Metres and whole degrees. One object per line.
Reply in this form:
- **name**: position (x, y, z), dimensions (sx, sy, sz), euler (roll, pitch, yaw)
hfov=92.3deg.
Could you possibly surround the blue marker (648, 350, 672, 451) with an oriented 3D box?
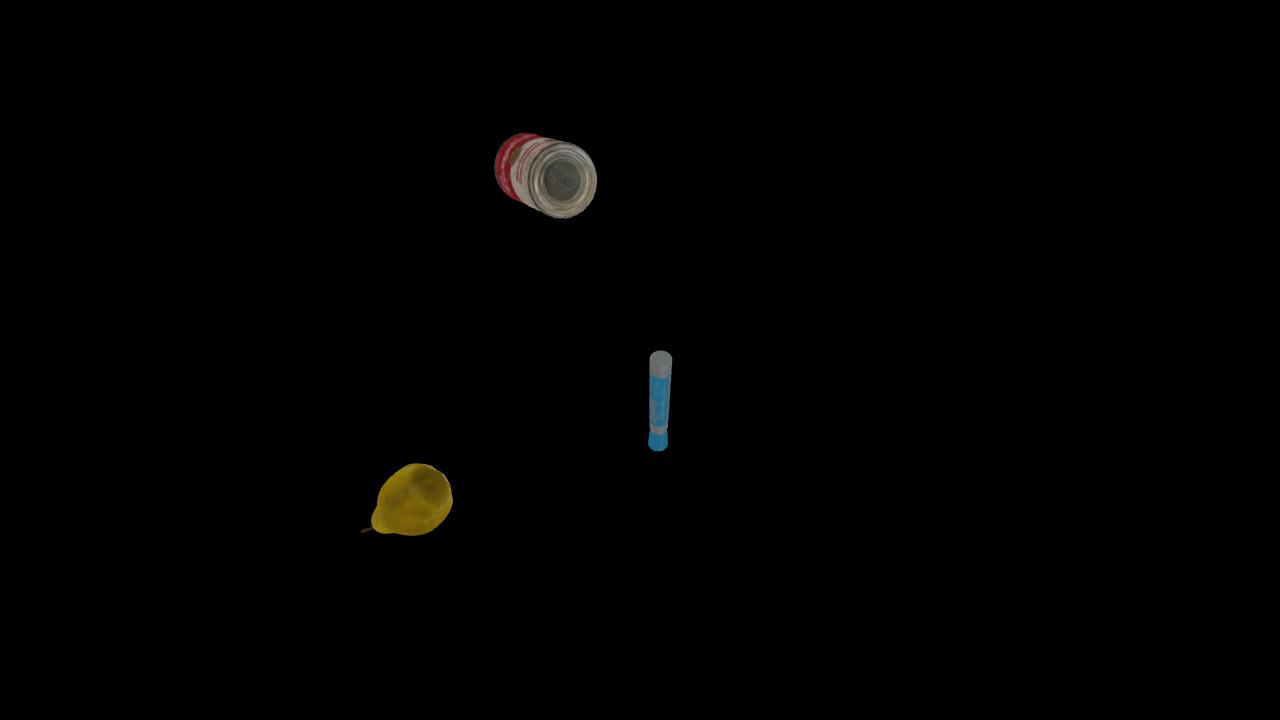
- **blue marker**: position (0.017, 0.041, 0.543), dimensions (0.020, 0.020, 0.121), euler (0, -44, 0)

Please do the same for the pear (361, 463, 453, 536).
- **pear**: position (-0.256, 0.162, 0.667), dimensions (0.111, 0.080, 0.080), euler (-35, -19, 30)

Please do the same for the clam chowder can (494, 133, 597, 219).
- **clam chowder can**: position (-0.090, -0.175, 0.582), dimensions (0.068, 0.068, 0.102), euler (0, 22, -32)
